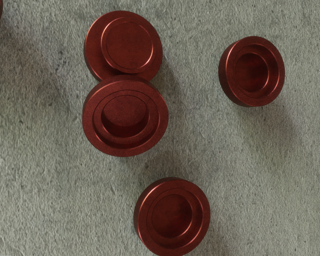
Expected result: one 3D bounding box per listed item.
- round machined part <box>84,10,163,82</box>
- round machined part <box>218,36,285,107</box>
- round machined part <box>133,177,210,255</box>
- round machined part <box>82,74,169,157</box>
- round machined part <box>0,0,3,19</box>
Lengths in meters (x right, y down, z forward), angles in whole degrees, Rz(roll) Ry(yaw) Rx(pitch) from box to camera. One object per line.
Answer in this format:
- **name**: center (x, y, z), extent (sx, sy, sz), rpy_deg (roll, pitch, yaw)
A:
- **round machined part**: center (-0.042, -0.097, 0.384), extent (0.099, 0.042, 0.097), rpy_deg (0, 90, -20)
- **round machined part**: center (0.126, -0.078, 0.446), extent (0.099, 0.042, 0.097), rpy_deg (0, 90, -20)
- **round machined part**: center (0.013, 0.113, 0.405), extent (0.099, 0.042, 0.097), rpy_deg (0, 90, -20)
- **round machined part**: center (-0.042, -0.017, 0.371), extent (0.099, 0.042, 0.097), rpy_deg (-6, 119, -11)
- **round machined part**: center (-0.217, -0.134, 0.320), extent (0.099, 0.042, 0.097), rpy_deg (0, 90, -20)
